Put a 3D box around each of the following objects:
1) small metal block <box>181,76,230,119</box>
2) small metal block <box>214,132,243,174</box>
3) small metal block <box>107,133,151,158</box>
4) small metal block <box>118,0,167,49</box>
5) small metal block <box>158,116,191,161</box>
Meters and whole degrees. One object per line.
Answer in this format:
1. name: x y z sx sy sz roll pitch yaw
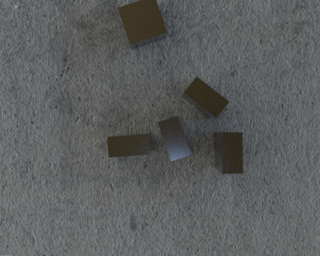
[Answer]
1. small metal block: 0.056 -0.037 0.398 0.050 0.050 0.025 38 90 0
2. small metal block: 0.087 0.030 0.398 0.025 0.050 0.050 -1 90 0
3. small metal block: -0.038 0.021 0.397 0.050 0.050 0.025 -4 90 0
4. small metal block: -0.023 -0.139 0.410 0.050 0.025 0.050 -18 90 0
5. small metal block: 0.017 0.013 0.397 0.025 0.050 0.050 -19 90 0
